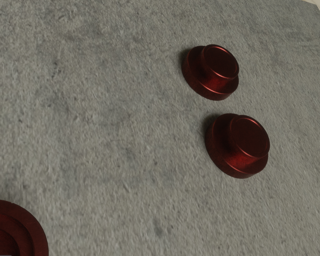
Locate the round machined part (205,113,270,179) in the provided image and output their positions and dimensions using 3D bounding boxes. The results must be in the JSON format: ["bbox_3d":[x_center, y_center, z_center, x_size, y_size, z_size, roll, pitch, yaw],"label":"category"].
[{"bbox_3d":[0.118,0.020,0.446,0.099,0.042,0.098,14,56,-21],"label":"round machined part"}]

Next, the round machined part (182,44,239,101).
[{"bbox_3d":[0.088,-0.096,0.501,0.099,0.042,0.098,14,56,-21],"label":"round machined part"}]

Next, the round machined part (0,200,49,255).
[{"bbox_3d":[-0.144,0.110,0.248,0.099,0.042,0.098,14,56,-21],"label":"round machined part"}]
